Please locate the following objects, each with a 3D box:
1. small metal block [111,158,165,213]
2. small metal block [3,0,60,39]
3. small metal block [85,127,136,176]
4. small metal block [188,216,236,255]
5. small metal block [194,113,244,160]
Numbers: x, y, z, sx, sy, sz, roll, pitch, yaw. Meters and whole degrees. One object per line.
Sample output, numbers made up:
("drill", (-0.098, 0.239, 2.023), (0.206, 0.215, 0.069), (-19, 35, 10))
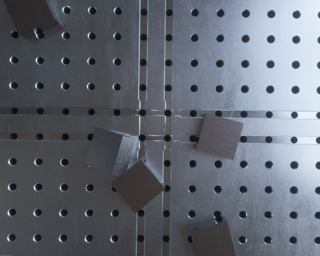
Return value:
("small metal block", (-0.028, 0.076, 0.413), (0.050, 0.025, 0.050), (-40, 91, 0))
("small metal block", (-0.170, -0.154, 0.411), (0.050, 0.025, 0.050), (-24, 90, -1))
("small metal block", (-0.064, 0.030, 0.400), (0.050, 0.025, 0.050), (16, 90, 35))
("small metal block", (0.069, 0.152, 0.414), (0.050, 0.025, 0.050), (-14, 90, -1))
("small metal block", (0.078, 0.011, 0.414), (0.050, 0.025, 0.050), (16, 90, -1))
